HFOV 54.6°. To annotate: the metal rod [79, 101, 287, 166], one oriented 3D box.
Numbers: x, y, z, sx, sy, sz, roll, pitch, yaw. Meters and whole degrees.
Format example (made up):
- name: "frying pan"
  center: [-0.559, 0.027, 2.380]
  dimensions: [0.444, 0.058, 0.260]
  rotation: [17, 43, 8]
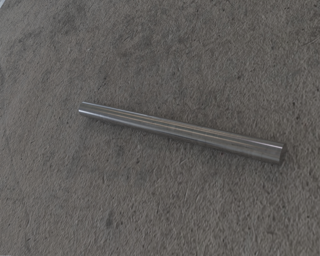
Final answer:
- name: "metal rod"
  center: [0.005, -0.001, 0.402]
  dimensions: [0.300, 0.025, 0.025]
  rotation: [13, 69, 33]
